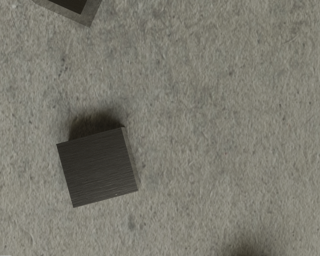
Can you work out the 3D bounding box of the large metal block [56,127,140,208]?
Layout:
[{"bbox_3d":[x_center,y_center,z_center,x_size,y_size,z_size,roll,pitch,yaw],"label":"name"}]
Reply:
[{"bbox_3d":[-0.075,0.047,0.397,0.080,0.050,0.080,-15,90,-1],"label":"large metal block"}]

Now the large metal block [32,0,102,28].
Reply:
[{"bbox_3d":[-0.116,-0.189,0.396,0.080,0.050,0.080,24,90,-1],"label":"large metal block"}]
